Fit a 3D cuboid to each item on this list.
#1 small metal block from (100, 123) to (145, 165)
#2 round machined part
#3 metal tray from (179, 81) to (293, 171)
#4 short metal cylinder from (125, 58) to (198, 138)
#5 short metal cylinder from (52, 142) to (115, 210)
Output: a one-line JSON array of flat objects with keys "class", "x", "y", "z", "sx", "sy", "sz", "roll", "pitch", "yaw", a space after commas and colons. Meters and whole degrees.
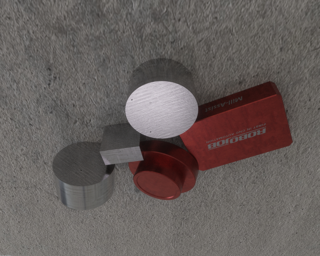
[{"class": "small metal block", "x": -0.048, "y": 0.019, "z": 0.406, "sx": 0.050, "sy": 0.050, "sz": 0.025, "roll": -8, "pitch": 130, "yaw": 6}, {"class": "round machined part", "x": 0.001, "y": 0.065, "z": 0.432, "sx": 0.098, "sy": 0.042, "sz": 0.097, "roll": 13, "pitch": 140, "yaw": 11}, {"class": "metal tray", "x": 0.097, "y": 0.002, "z": 0.407, "sx": 0.130, "sy": 0.030, "sz": 0.090, "roll": -19, "pitch": 128, "yaw": 15}, {"class": "short metal cylinder", "x": 0.002, "y": -0.034, "z": 0.362, "sx": 0.081, "sy": 0.050, "sz": 0.079, "roll": 0, "pitch": 130, "yaw": 0}, {"class": "short metal cylinder", "x": -0.102, "y": 0.064, "z": 0.425, "sx": 0.081, "sy": 0.080, "sz": 0.050, "roll": 5, "pitch": 130, "yaw": -4}]
